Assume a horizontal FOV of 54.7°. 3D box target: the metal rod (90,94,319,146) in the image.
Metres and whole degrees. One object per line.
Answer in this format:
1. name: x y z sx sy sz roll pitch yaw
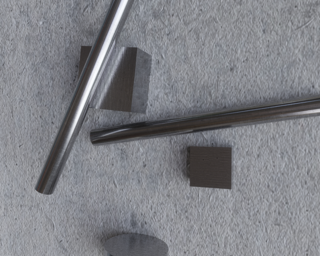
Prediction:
1. metal rod: 0.048 -0.007 0.391 0.301 0.025 0.025 -8 87 19

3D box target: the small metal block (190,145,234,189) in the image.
1. small metal block: 0.065 0.047 0.386 0.050 0.025 0.050 1 90 19

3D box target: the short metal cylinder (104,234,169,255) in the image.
1. short metal cylinder: -0.031 0.173 0.390 0.080 0.080 0.050 5 92 19

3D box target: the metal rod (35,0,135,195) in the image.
1. metal rod: -0.091 -0.053 0.386 0.025 0.025 0.298 27 99 17

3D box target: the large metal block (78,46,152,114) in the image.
1. large metal block: -0.061 -0.064 0.416 0.080 0.050 0.079 7 92 19
